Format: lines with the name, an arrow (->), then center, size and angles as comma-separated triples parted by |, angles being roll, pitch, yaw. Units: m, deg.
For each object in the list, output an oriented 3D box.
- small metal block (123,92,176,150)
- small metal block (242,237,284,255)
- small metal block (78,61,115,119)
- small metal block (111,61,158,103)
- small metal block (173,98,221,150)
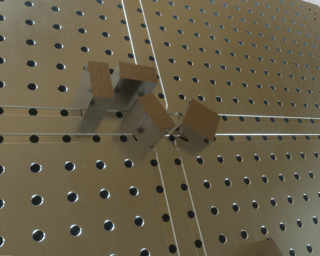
small metal block -> -0.015, -0.008, 0.388 | 0.025, 0.050, 0.050 | -27, 77, -37
small metal block -> 0.127, 0.169, 0.372 | 0.050, 0.025, 0.050 | -22, 74, -36
small metal block -> -0.079, -0.045, 0.377 | 0.025, 0.050, 0.050 | 0, 62, -28
small metal block -> -0.037, -0.058, 0.407 | 0.050, 0.050, 0.025 | 5, 60, -26
small metal block -> 0.054, -0.006, 0.440 | 0.050, 0.025, 0.050 | 31, 52, -8
